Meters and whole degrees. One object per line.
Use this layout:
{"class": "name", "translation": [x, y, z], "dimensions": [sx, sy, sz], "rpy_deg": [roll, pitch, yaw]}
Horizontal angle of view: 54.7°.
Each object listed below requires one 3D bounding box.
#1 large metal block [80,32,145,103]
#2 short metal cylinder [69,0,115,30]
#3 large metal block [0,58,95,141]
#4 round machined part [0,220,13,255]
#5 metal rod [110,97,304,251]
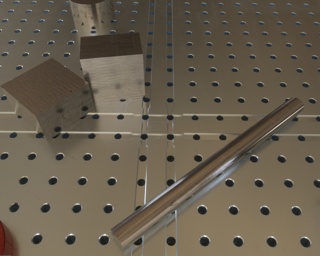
{"class": "large metal block", "translation": [-0.065, -0.085, 0.443], "dimensions": [0.081, 0.080, 0.050], "rpy_deg": [-6, 51, -5]}
{"class": "short metal cylinder", "translation": [-0.128, -0.230, 0.583], "dimensions": [0.080, 0.050, 0.080], "rpy_deg": [0, 50, 0]}
{"class": "large metal block", "translation": [-0.151, -0.041, 0.425], "dimensions": [0.080, 0.050, 0.080], "rpy_deg": [35, 58, 25]}
{"class": "round machined part", "translation": [-0.199, 0.120, 0.294], "dimensions": [0.099, 0.042, 0.098], "rpy_deg": [0, 50, 0]}
{"class": "metal rod", "translation": [0.074, 0.040, 0.373], "dimensions": [0.302, 0.025, 0.025], "rpy_deg": [-32, 57, -24]}
